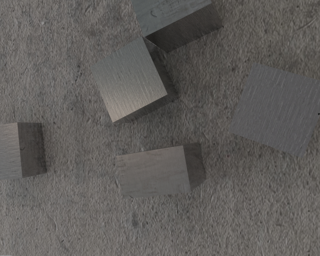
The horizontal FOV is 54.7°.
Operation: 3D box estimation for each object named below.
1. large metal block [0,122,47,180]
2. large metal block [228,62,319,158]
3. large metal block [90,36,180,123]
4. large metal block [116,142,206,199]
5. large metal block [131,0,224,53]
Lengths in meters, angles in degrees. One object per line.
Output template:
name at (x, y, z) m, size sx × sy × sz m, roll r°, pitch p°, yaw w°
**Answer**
large metal block at (-0.228, 0.036, 0.476) m, size 0.080 × 0.050 × 0.080 m, roll -7°, pitch 88°, yaw 20°
large metal block at (0.132, -0.020, 0.349) m, size 0.080 × 0.050 × 0.080 m, roll 21°, pitch 97°, yaw 18°
large metal block at (-0.032, -0.060, 0.407) m, size 0.080 × 0.050 × 0.080 m, roll -26°, pitch 82°, yaw 18°
large metal block at (0.005, 0.049, 0.378) m, size 0.080 × 0.080 × 0.050 m, roll -11°, pitch 87°, yaw 19°
large metal block at (0.023, -0.138, 0.371) m, size 0.080 × 0.080 × 0.050 m, roll -21°, pitch 83°, yaw 19°
